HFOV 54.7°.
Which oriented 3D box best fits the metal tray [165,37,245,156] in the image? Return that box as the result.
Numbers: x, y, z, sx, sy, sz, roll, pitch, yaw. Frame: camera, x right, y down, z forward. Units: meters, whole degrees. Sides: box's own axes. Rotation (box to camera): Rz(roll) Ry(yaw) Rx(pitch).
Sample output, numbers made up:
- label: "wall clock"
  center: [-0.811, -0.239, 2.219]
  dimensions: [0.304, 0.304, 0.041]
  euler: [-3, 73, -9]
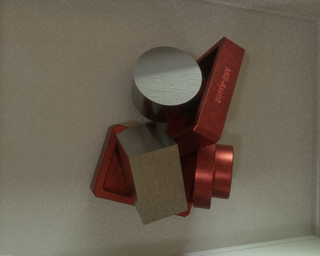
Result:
- label: "metal tray"
  center: [0.051, -0.036, 0.378]
  dimensions: [0.030, 0.090, 0.130]
  euler: [28, 65, -15]

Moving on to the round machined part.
- label: "round machined part"
  center: [0.069, 0.054, 0.393]
  dimensions: [0.042, 0.098, 0.097]
  euler: [5, 88, 10]

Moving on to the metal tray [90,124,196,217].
- label: "metal tray"
  center: [-0.013, 0.056, 0.401]
  dimensions: [0.131, 0.030, 0.090]
  euler: [18, 84, -19]

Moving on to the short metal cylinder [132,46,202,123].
- label: "short metal cylinder"
  center: [0.006, -0.053, 0.383]
  dimensions: [0.081, 0.050, 0.080]
  euler: [3, 67, -7]

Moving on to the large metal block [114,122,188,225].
- label: "large metal block"
  center: [-0.012, 0.047, 0.352]
  dimensions: [0.050, 0.080, 0.079]
  euler: [-15, 111, -14]
